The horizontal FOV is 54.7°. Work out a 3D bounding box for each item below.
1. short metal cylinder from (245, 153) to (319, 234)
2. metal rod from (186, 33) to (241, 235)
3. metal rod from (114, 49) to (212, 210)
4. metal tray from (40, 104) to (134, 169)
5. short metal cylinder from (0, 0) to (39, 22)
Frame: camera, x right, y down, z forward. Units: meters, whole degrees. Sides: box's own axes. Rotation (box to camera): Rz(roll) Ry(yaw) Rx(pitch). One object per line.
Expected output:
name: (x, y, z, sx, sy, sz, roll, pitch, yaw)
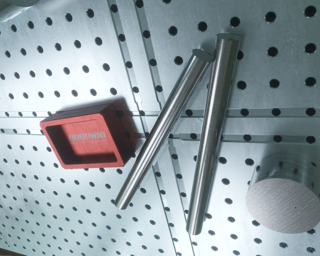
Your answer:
short metal cylinder: (0.147, 0.076, 0.365, 0.080, 0.050, 0.079, 13, 124, 20)
metal rod: (0.061, 0.031, 0.397, 0.025, 0.025, 0.298, 17, 125, 18)
metal rod: (-0.009, 0.024, 0.429, 0.025, 0.025, 0.298, 33, 129, 6)
metal tray: (-0.113, 0.017, 0.475, 0.130, 0.030, 0.090, -6, 116, 30)
short metal cylinder: (-0.190, -0.174, 0.366, 0.050, 0.080, 0.080, -11, 113, 33)
